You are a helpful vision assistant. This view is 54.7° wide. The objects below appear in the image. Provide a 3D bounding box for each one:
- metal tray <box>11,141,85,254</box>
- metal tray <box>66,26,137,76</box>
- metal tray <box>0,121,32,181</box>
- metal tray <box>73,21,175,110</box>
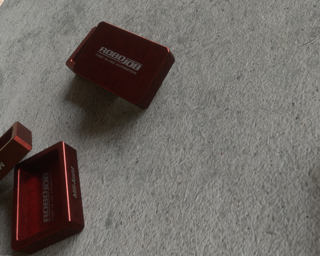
[{"bbox_3d":[-0.156,0.092,0.425,0.090,0.030,0.130,-27,52,11],"label":"metal tray"},{"bbox_3d":[-0.088,-0.119,0.519,0.130,0.030,0.090,24,75,36],"label":"metal tray"},{"bbox_3d":[-0.257,0.055,0.479,0.130,0.030,0.090,-46,28,-4],"label":"metal tray"},{"bbox_3d":[-0.055,-0.094,0.458,0.130,0.030,0.090,29,88,23],"label":"metal tray"}]
